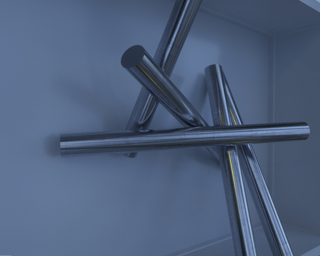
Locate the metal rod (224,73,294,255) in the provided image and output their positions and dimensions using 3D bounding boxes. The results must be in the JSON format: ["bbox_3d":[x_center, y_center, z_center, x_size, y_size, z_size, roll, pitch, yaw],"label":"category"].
[{"bbox_3d":[0.126,0.051,0.437,0.025,0.025,0.299,1,65,-40],"label":"metal rod"}]

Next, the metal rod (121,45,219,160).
[{"bbox_3d":[0.047,-0.003,0.393,0.300,0.025,0.025,41,64,-51],"label":"metal rod"}]

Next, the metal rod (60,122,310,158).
[{"bbox_3d":[0.042,0.011,0.364,0.302,0.025,0.025,-3,92,-16],"label":"metal rod"}]

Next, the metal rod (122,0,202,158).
[{"bbox_3d":[0.016,-0.099,0.328,0.025,0.025,0.298,6,116,-40],"label":"metal rod"}]

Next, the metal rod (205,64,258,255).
[{"bbox_3d":[0.090,0.055,0.387,0.025,0.025,0.299,13,62,-40],"label":"metal rod"}]
